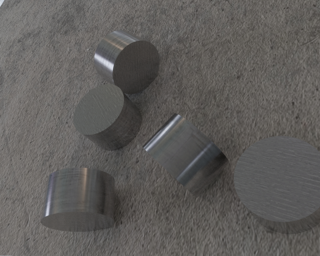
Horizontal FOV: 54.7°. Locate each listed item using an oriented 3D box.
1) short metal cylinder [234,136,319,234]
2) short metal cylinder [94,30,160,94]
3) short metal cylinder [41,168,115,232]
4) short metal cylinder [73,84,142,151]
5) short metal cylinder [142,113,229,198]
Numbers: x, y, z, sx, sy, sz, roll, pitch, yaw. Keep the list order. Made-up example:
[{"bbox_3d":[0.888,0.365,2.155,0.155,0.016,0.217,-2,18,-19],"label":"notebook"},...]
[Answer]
[{"bbox_3d":[0.116,0.054,0.294,0.080,0.050,0.080,-13,56,21],"label":"short metal cylinder"},{"bbox_3d":[-0.048,-0.096,0.453,0.080,0.080,0.050,-48,51,-5],"label":"short metal cylinder"},{"bbox_3d":[-0.094,0.087,0.365,0.080,0.080,0.050,-16,55,19],"label":"short metal cylinder"},{"bbox_3d":[-0.073,-0.015,0.435,0.080,0.050,0.080,-13,56,21],"label":"short metal cylinder"},{"bbox_3d":[0.027,0.029,0.336,0.050,0.080,0.080,-47,51,-4],"label":"short metal cylinder"}]
